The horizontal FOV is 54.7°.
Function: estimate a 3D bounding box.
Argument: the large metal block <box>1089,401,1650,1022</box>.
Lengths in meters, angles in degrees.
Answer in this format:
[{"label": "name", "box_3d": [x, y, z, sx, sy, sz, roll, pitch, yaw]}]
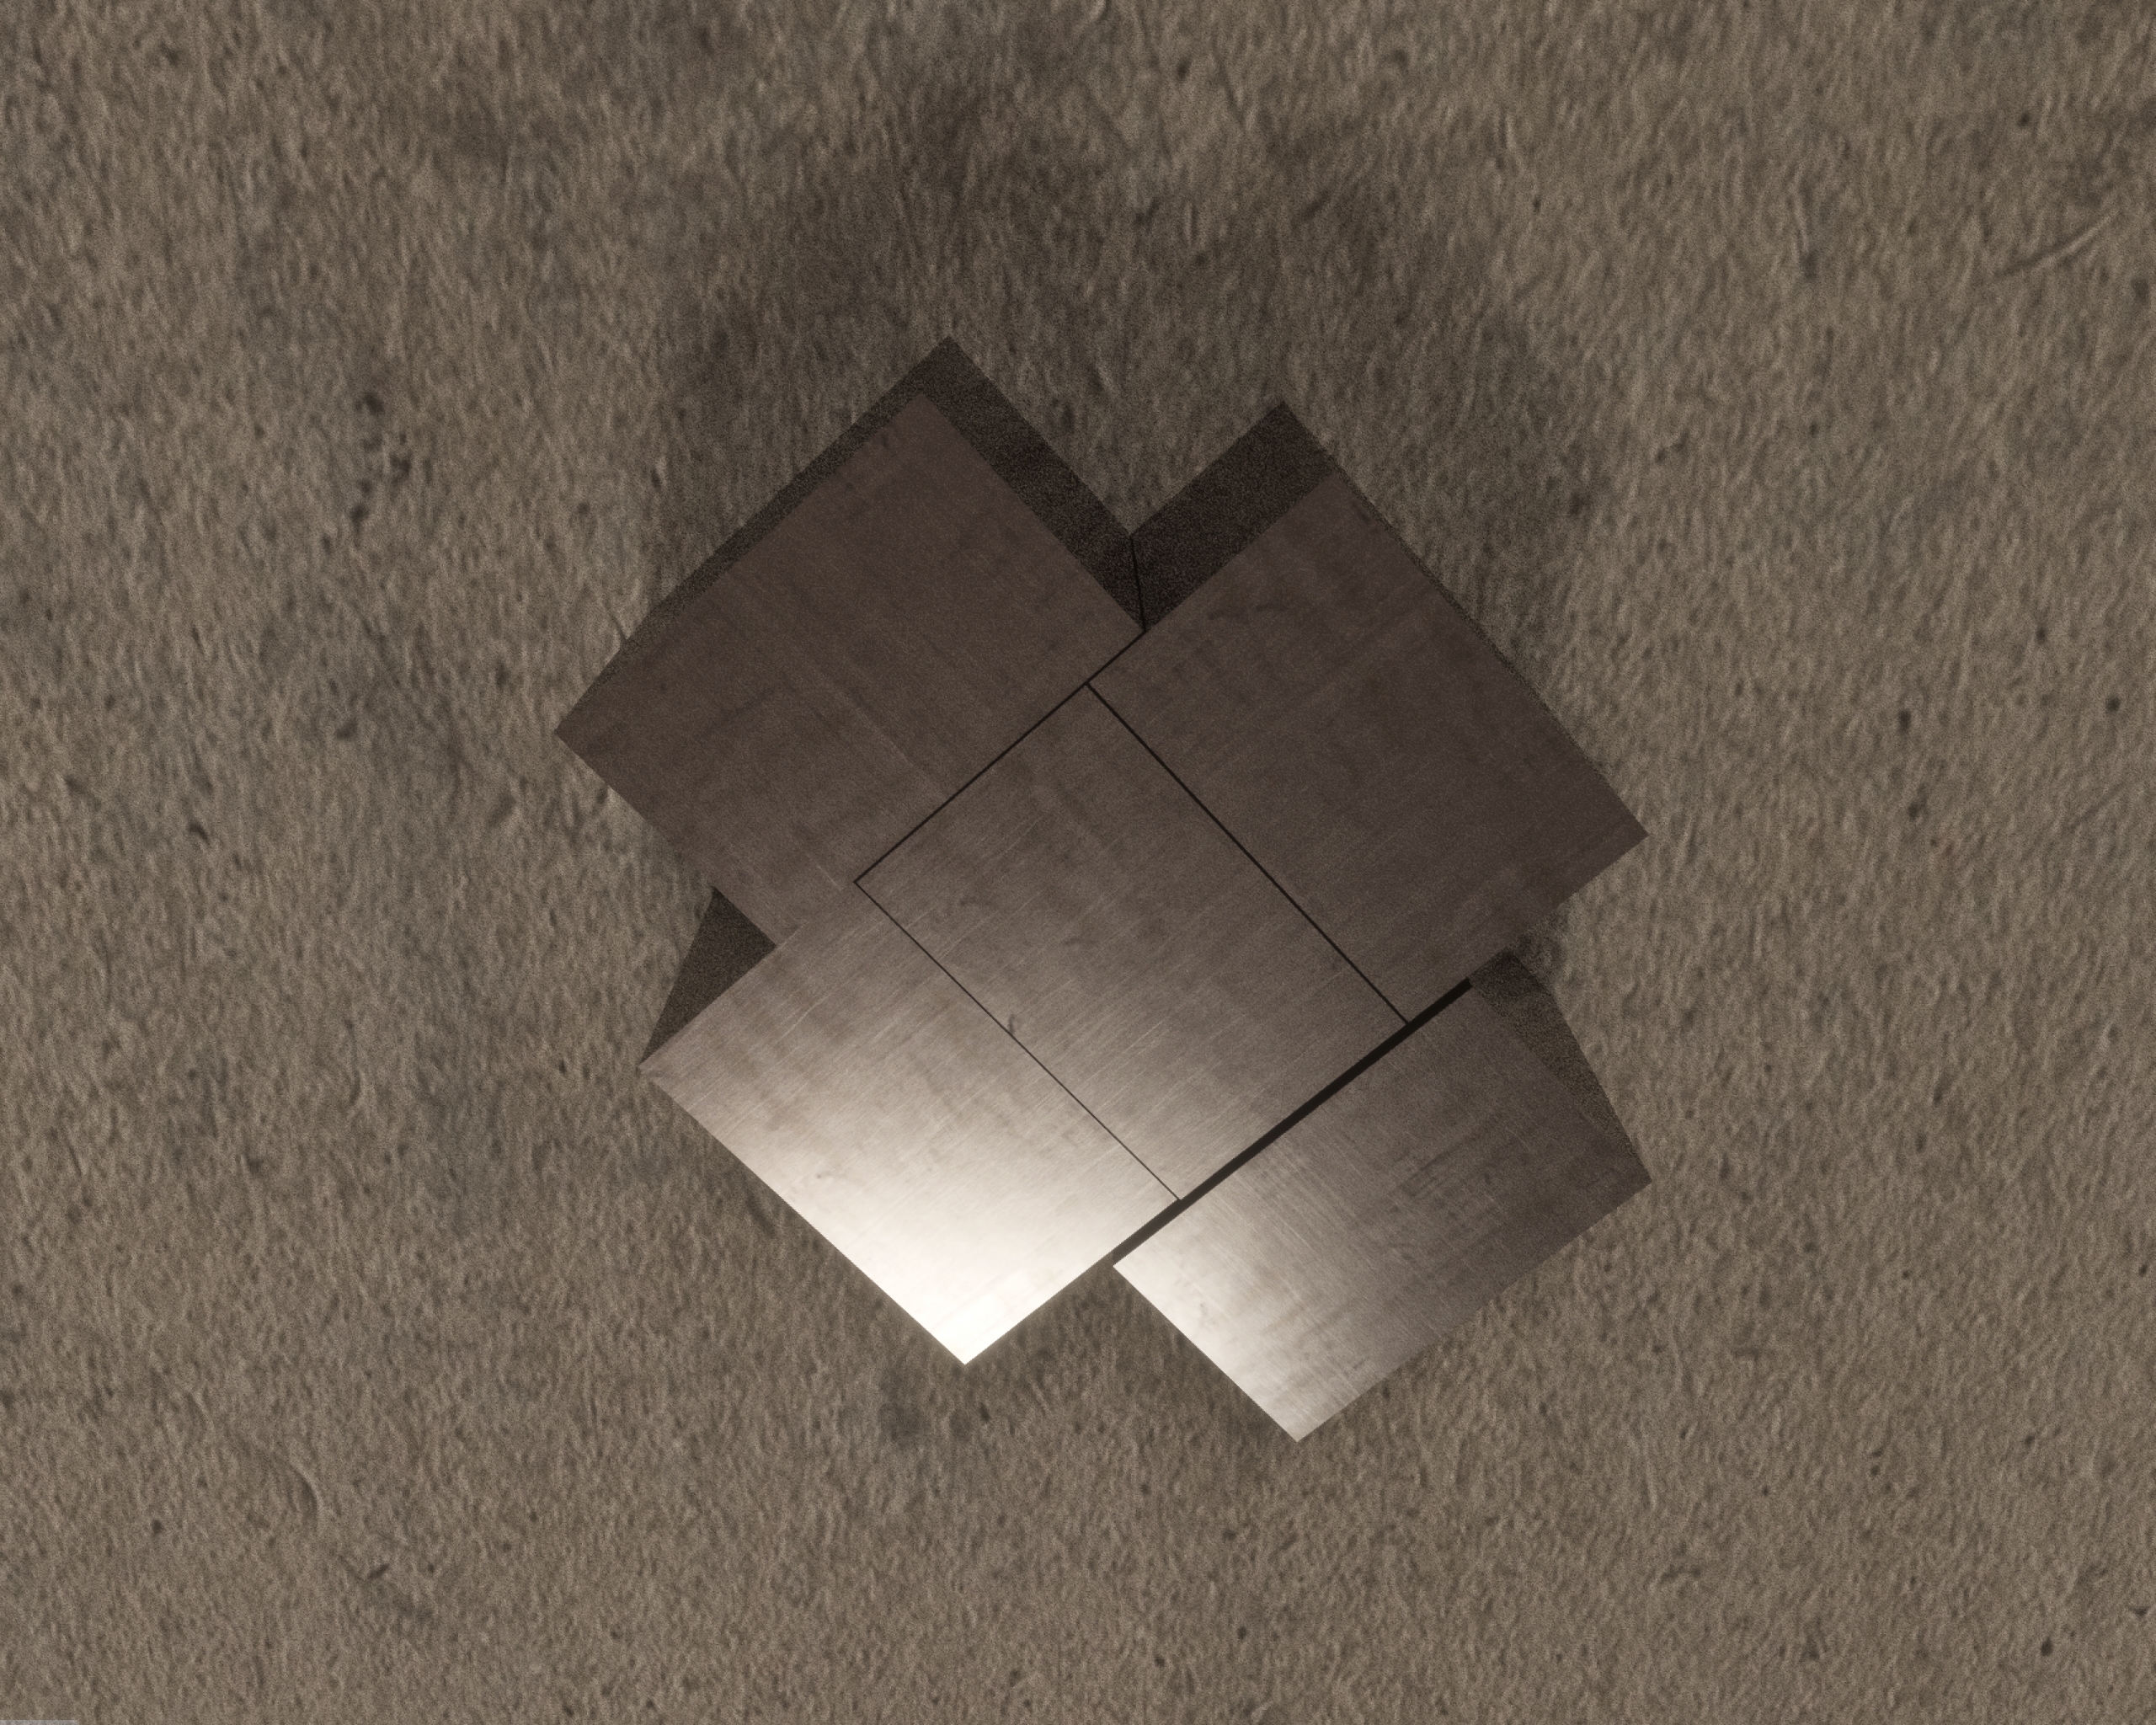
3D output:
[{"label": "large metal block", "box_3d": [0.047, -0.030, 0.372, 0.050, 0.080, 0.080, -40, 106, 13]}]

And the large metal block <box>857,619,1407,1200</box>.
[{"label": "large metal block", "box_3d": [0.009, 0.001, 0.383, 0.050, 0.080, 0.080, -40, 106, 13]}]

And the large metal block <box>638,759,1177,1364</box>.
[{"label": "large metal block", "box_3d": [-0.029, 0.033, 0.394, 0.050, 0.080, 0.080, -40, 106, 13]}]

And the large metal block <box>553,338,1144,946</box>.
[{"label": "large metal block", "box_3d": [-0.037, -0.042, 0.366, 0.080, 0.080, 0.050, -40, 106, 13]}]

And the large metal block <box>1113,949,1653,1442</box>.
[{"label": "large metal block", "box_3d": [0.053, 0.049, 0.401, 0.080, 0.080, 0.050, -40, 106, 13]}]
